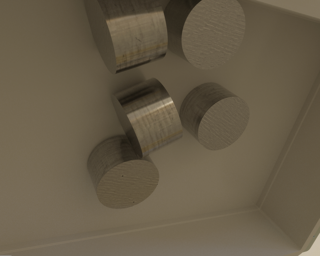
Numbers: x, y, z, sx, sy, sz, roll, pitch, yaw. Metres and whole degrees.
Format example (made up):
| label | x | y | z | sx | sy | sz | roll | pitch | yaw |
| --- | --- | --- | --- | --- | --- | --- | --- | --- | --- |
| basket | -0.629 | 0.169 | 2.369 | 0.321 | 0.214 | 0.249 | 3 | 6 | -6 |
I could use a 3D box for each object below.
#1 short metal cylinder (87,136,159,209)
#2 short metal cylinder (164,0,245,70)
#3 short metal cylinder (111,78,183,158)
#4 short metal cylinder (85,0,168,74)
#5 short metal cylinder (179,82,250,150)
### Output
| label | x | y | z | sx | sy | sz | roll | pitch | yaw |
| --- | --- | --- | --- | --- | --- | --- | --- | --- | --- |
| short metal cylinder | -0.048 | 0.057 | 0.400 | 0.081 | 0.050 | 0.079 | -14 | 128 | -19 |
| short metal cylinder | 0.048 | -0.113 | 0.351 | 0.081 | 0.050 | 0.079 | -14 | 125 | -21 |
| short metal cylinder | -0.016 | -0.012 | 0.359 | 0.050 | 0.080 | 0.080 | -26 | 128 | -13 |
| short metal cylinder | -0.033 | -0.097 | 0.296 | 0.050 | 0.080 | 0.080 | -22 | 127 | -16 |
| short metal cylinder | 0.074 | -0.016 | 0.425 | 0.081 | 0.050 | 0.079 | -14 | 125 | -21 |
